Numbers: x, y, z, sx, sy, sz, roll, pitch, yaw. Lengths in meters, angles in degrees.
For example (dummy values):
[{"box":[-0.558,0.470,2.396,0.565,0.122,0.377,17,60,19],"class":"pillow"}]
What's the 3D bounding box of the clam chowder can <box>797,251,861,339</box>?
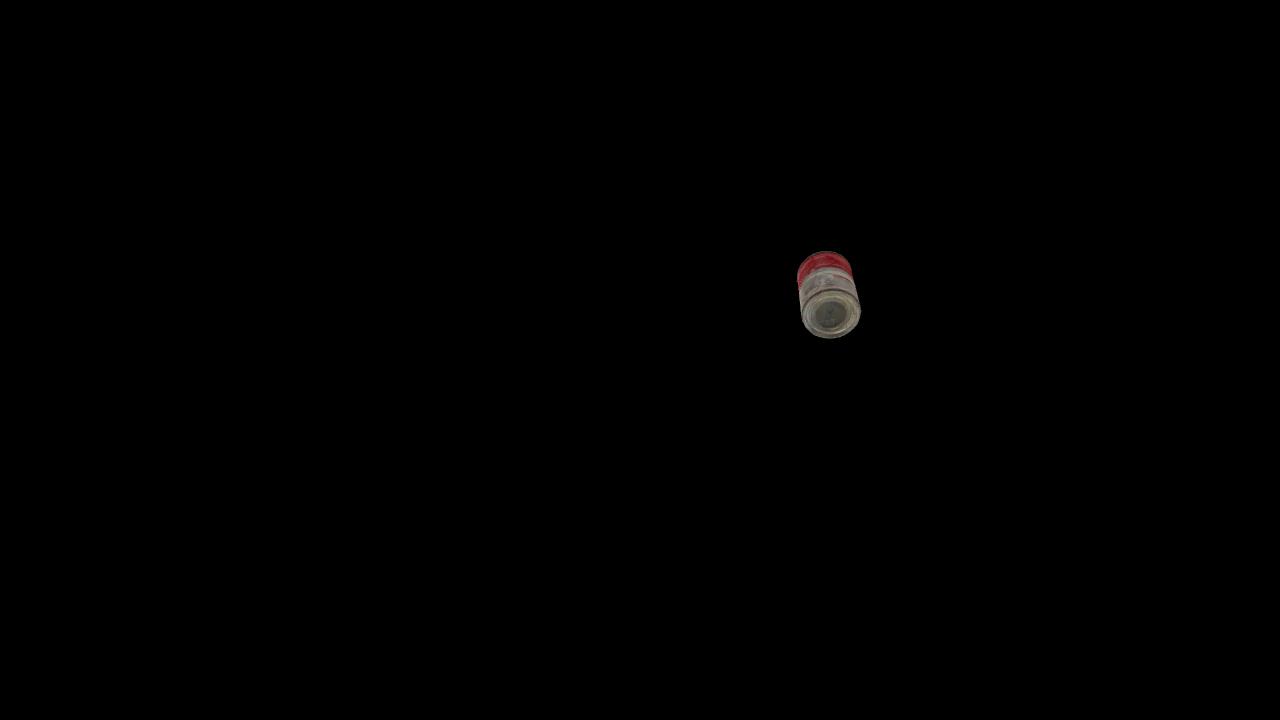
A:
[{"box":[0.227,-0.080,0.743,0.068,0.068,0.102,0,34,11],"class":"clam chowder can"}]
